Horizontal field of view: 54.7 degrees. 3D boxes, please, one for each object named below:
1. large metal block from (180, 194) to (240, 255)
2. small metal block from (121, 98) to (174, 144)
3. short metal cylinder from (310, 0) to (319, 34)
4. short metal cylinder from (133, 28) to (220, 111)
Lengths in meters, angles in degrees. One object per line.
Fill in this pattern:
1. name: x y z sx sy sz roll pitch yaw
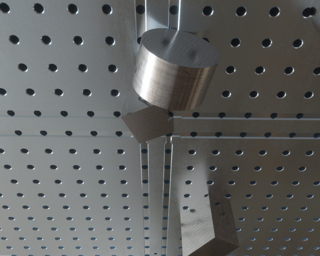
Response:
1. large metal block: 0.081 0.173 0.524 0.050 0.080 0.080 27 125 -21
2. small metal block: -0.015 -0.012 0.401 0.050 0.025 0.050 -20 128 15
3. short metal cylinder: 0.197 -0.113 0.301 0.081 0.050 0.079 0 130 0
4. short metal cylinder: 0.015 -0.062 0.322 0.081 0.080 0.050 10 130 -9
